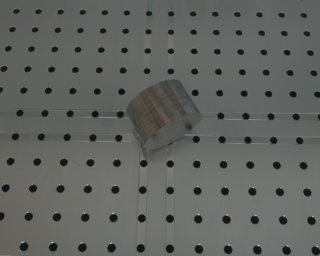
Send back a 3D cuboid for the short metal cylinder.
[{"bbox_3d":[0.005,-0.016,0.388,0.080,0.080,0.050,-27,72,-9],"label":"short metal cylinder"}]
